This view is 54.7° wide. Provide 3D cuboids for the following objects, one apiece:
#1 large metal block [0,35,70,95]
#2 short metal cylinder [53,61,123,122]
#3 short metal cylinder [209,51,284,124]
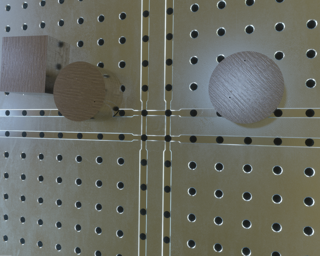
[{"bbox_3d":[-0.186,-0.091,0.463,0.080,0.050,0.079,4,91,19],"label":"large metal block"},{"bbox_3d":[-0.099,-0.048,0.433,0.080,0.050,0.079,0,90,19],"label":"short metal cylinder"},{"bbox_3d":[0.102,-0.045,0.363,0.080,0.050,0.079,0,90,19],"label":"short metal cylinder"}]
